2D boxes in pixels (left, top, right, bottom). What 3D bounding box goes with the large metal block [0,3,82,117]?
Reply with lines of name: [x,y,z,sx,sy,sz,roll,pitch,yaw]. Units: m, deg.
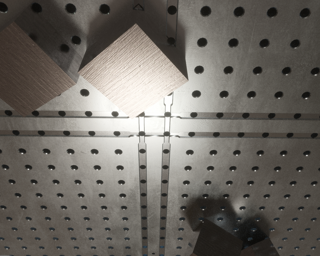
large metal block: [-0.143,-0.070,0.333,0.080,0.050,0.080,-27,126,21]

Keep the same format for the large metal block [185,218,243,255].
large metal block: [0.093,0.223,0.551,0.080,0.080,0.050,31,127,5]

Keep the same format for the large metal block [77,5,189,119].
large metal block: [-0.027,-0.069,0.336,0.080,0.050,0.080,-33,123,24]

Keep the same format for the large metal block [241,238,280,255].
large metal block: [0.176,0.260,0.598,0.081,0.050,0.080,7,138,-47]
